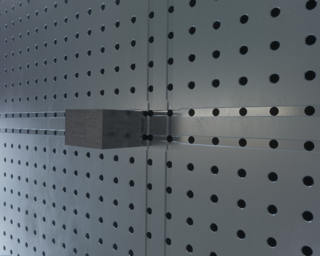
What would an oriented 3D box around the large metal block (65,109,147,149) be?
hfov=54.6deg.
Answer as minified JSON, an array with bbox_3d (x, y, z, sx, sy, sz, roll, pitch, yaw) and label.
[{"bbox_3d":[-0.076,0.000,0.437,0.080,0.081,0.050,3,92,40],"label":"large metal block"}]
